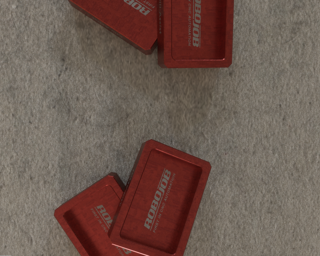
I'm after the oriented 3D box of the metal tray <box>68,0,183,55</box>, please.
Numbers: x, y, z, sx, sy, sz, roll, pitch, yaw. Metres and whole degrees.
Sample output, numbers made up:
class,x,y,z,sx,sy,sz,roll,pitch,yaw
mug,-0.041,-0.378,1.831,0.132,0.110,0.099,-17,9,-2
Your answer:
class,x,y,z,sx,sy,sz,roll,pitch,yaw
metal tray,-0.044,-0.169,0.407,0.130,0.030,0.090,34,90,-1

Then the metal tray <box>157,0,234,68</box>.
class,x,y,z,sx,sy,sz,roll,pitch,yaw
metal tray,0.044,-0.140,0.384,0.091,0.030,0.129,-4,101,-16

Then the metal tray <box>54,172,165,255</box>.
class,x,y,z,sx,sy,sz,roll,pitch,yaw
metal tray,-0.063,0.136,0.406,0.090,0.030,0.130,-34,90,-1

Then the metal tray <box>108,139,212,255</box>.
class,x,y,z,sx,sy,sz,roll,pitch,yaw
metal tray,0.001,0.090,0.386,0.090,0.030,0.130,23,76,-10
